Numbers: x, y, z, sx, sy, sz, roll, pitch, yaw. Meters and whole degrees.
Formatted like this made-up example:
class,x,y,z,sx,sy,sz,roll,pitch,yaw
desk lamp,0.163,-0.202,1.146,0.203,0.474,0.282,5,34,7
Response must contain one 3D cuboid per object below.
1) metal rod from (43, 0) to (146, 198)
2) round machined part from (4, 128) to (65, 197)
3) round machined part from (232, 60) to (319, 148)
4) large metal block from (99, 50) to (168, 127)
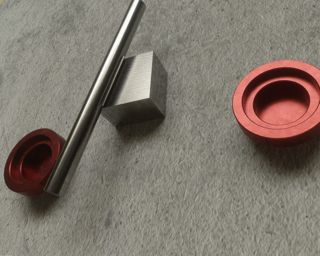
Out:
class,x,y,z,sx,sy,sz,roll,pitch,yaw
metal rod,-0.078,-0.055,0.414,0.025,0.025,0.300,5,64,30
round machined part,-0.173,0.053,0.451,0.098,0.042,0.098,-13,56,21
round machined part,0.132,-0.022,0.337,0.098,0.042,0.098,-13,56,21
large metal block,-0.037,-0.054,0.441,0.080,0.050,0.080,-11,57,22
